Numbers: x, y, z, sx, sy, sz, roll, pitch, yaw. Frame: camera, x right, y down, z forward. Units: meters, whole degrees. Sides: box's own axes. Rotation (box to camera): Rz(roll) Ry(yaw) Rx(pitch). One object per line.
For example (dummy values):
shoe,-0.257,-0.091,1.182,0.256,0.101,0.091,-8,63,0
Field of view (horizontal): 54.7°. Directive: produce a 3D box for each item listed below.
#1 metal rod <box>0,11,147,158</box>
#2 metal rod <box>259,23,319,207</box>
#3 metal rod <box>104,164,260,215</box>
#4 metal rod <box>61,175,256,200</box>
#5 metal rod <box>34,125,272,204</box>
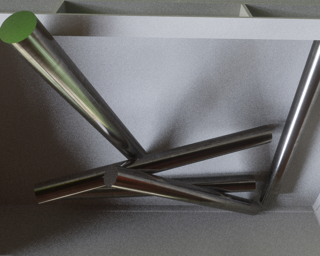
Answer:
metal rod,-0.054,-0.004,0.322,0.025,0.025,0.300,-11,155,9
metal rod,0.178,0.008,0.418,0.025,0.025,0.298,0,130,0
metal rod,0.053,0.094,0.433,0.302,0.025,0.025,22,129,-40
metal rod,-0.004,0.095,0.489,0.302,0.025,0.025,-3,130,2
metal rod,0.001,0.043,0.391,0.302,0.025,0.025,-13,131,-11
